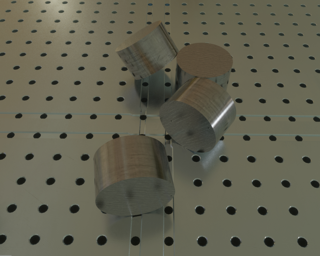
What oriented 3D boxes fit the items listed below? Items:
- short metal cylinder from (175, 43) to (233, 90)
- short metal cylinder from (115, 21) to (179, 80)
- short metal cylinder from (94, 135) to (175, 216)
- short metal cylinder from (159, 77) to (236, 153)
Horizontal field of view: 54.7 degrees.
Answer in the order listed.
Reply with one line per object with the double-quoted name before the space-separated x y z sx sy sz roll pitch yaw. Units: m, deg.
"short metal cylinder" 0.064 -0.083 0.462 0.081 0.050 0.080 0 50 0
"short metal cylinder" -0.019 -0.117 0.464 0.080 0.050 0.080 -28 25 15
"short metal cylinder" -0.028 0.052 0.328 0.081 0.080 0.050 -8 51 -7
"short metal cylinder" 0.047 -0.016 0.386 0.080 0.080 0.050 29 56 22
